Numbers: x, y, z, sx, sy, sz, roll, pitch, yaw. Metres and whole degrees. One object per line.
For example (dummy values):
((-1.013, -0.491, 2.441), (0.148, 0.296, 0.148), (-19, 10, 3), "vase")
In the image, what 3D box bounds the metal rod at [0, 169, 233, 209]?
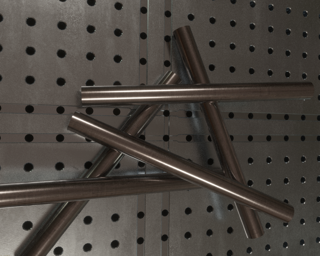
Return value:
((-0.034, 0.070, 0.379), (0.303, 0.025, 0.025), (1, 90, -28), "metal rod")

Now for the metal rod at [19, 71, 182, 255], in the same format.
((-0.070, 0.047, 0.387), (0.025, 0.025, 0.300), (41, 77, -16), "metal rod")

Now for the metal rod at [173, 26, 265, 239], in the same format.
((0.080, 0.005, 0.424), (0.025, 0.025, 0.299), (-20, 90, -19), "metal rod")

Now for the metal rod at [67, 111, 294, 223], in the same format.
((0.033, 0.052, 0.384), (0.301, 0.025, 0.025), (24, 82, -10), "metal rod")

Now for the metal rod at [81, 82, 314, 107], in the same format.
((0.056, -0.044, 0.397), (0.302, 0.025, 0.025), (-3, 91, -11), "metal rod")
